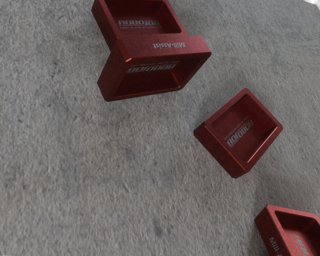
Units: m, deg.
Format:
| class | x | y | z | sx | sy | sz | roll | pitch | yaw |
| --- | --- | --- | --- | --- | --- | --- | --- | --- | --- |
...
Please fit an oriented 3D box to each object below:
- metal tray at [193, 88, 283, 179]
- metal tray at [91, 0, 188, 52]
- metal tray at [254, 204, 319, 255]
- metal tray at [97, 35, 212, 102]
| class | x | y | z | sx | sy | sz | roll | pitch | yaw |
| --- | --- | --- | --- | --- | --- | --- | --- | --- | --- |
| metal tray | 0.121 | 0.003 | 0.466 | 0.090 | 0.030 | 0.131 | 49 | 51 | 6 |
| metal tray | -0.030 | -0.164 | 0.486 | 0.131 | 0.030 | 0.090 | -14 | 69 | -34 |
| metal tray | 0.179 | 0.157 | 0.370 | 0.091 | 0.030 | 0.130 | 15 | 32 | -19 |
| metal tray | -0.007 | -0.079 | 0.407 | 0.131 | 0.090 | 0.030 | -13 | 69 | -34 |
